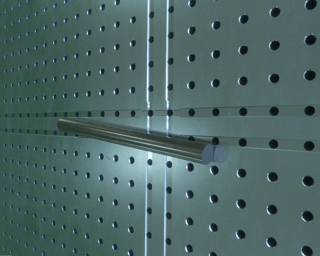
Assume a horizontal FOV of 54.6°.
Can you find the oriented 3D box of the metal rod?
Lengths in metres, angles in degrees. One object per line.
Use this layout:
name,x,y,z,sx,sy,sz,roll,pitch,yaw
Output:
metal rod,-0.058,0.012,0.458,0.300,0.025,0.025,9,96,39
